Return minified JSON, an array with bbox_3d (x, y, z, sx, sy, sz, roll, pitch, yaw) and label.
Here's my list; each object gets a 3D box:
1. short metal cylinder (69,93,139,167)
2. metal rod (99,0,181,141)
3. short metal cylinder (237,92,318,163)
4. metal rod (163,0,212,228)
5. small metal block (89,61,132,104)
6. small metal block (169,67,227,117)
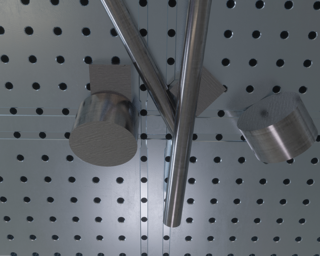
[{"bbox_3d":[-0.067,0.004,0.386,0.081,0.050,0.079,0,134,0],"label":"short metal cylinder"},{"bbox_3d":[-0.037,-0.113,0.371,0.025,0.025,0.299,-26,108,9],"label":"metal rod"},{"bbox_3d":[0.144,-0.002,0.385,0.080,0.080,0.050,-32,107,11],"label":"short metal cylinder"},{"bbox_3d":[0.031,-0.009,0.382,0.025,0.025,0.298,5,109,-2],"label":"metal rod"},{"bbox_3d":[-0.061,-0.057,0.392,0.050,0.025,0.050,0,110,-1],"label":"small metal block"},{"bbox_3d":[0.047,-0.051,0.395,0.050,0.025,0.050,42,105,-14],"label":"small metal block"}]
